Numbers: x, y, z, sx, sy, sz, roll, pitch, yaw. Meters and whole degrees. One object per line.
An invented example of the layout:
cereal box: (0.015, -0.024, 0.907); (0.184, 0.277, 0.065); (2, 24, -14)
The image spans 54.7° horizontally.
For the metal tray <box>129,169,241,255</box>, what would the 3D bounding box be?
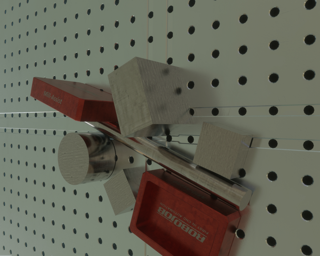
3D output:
metal tray: (0.025, 0.117, 0.385); (0.130, 0.030, 0.089); (23, 105, 37)

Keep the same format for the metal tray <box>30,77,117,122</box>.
metal tray: (-0.120, -0.043, 0.465); (0.130, 0.091, 0.030); (24, 105, 37)

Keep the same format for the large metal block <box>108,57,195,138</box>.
large metal block: (-0.010, -0.034, 0.383); (0.050, 0.081, 0.080); (-23, 75, 38)

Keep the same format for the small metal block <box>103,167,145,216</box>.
small metal block: (-0.050, 0.092, 0.452); (0.050, 0.025, 0.050); (-39, 66, 33)

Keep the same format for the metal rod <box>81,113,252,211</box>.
metal rod: (-0.017, 0.027, 0.423); (0.300, 0.025, 0.025); (25, 106, 37)

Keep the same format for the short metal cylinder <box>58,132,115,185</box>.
short metal cylinder: (-0.116, 0.046, 0.488); (0.080, 0.050, 0.080); (0, 90, 40)

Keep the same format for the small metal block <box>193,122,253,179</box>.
small metal block: (0.070, 0.024, 0.351); (0.050, 0.025, 0.050); (22, 104, 38)
